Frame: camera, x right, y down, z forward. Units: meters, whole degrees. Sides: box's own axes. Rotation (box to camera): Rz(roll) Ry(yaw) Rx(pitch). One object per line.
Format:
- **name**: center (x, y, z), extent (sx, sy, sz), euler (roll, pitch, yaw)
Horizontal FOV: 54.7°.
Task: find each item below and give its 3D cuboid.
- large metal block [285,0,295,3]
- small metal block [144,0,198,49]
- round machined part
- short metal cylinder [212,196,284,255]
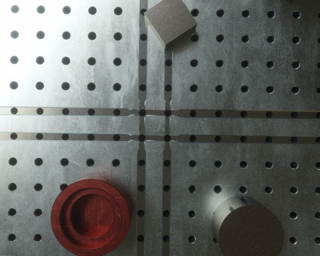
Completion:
- **large metal block**: center (0.177, -0.219, 0.388), extent (0.050, 0.080, 0.080), euler (25, 90, -1)
- **small metal block**: center (0.014, -0.143, 0.414), extent (0.050, 0.025, 0.050), euler (-34, 90, 0)
- **round machined part**: center (-0.086, 0.112, 0.404), extent (0.099, 0.042, 0.097), euler (0, 90, -1)
- **short metal cylinder**: center (0.112, 0.133, 0.402), extent (0.081, 0.050, 0.079), euler (0, 90, -1)
